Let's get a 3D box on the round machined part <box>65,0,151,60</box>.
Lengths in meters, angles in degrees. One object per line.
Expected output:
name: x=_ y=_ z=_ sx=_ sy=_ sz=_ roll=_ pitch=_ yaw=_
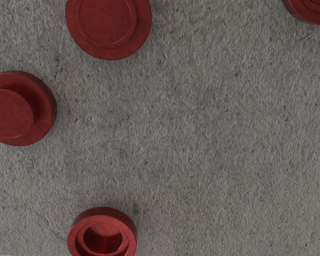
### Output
round machined part: x=-0.059 y=-0.126 z=0.353 sx=0.099 sy=0.042 sz=0.097 roll=0 pitch=110 yaw=0

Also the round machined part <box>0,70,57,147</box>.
round machined part: x=-0.186 y=-0.021 z=0.391 sx=0.099 sy=0.042 sz=0.097 roll=0 pitch=110 yaw=0

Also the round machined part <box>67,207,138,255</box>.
round machined part: x=-0.082 y=0.157 z=0.458 sx=0.099 sy=0.042 sz=0.097 roll=0 pitch=110 yaw=0

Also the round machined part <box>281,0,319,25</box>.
round machined part: x=0.180 y=-0.165 z=0.341 sx=0.099 sy=0.042 sz=0.097 roll=0 pitch=110 yaw=0
